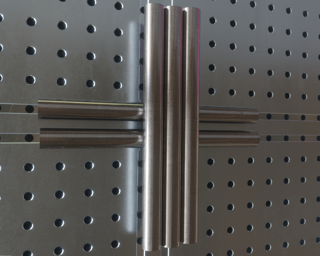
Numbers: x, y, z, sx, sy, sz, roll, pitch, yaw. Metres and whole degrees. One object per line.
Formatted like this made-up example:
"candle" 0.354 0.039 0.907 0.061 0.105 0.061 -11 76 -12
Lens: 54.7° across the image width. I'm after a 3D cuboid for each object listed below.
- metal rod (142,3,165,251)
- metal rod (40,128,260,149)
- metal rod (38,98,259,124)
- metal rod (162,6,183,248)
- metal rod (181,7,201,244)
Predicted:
"metal rod" -0.009 -0.001 0.384 0.025 0.025 0.298 1 90 -20
"metal rod" 0.001 0.014 0.414 0.303 0.025 0.025 1 90 -21
"metal rod" 0.000 -0.020 0.414 0.303 0.025 0.025 1 90 -21
"metal rod" 0.015 -0.002 0.393 0.025 0.025 0.298 1 90 -20
"metal rod" 0.038 -0.003 0.402 0.025 0.025 0.298 1 90 -20
